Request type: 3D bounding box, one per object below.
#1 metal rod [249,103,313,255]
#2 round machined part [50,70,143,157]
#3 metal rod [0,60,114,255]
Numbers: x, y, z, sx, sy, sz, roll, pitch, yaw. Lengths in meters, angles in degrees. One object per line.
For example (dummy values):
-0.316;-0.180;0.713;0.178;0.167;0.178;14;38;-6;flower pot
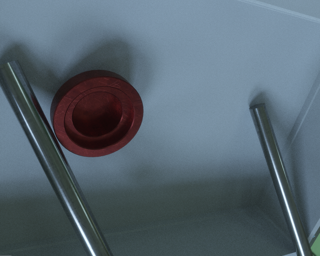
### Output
0.202;0.103;0.504;0.025;0.025;0.298;-24;102;-14;metal rod
-0.072;-0.019;0.348;0.099;0.042;0.097;-14;124;-21;round machined part
-0.095;0.074;0.332;0.025;0.025;0.298;-25;105;-14;metal rod
